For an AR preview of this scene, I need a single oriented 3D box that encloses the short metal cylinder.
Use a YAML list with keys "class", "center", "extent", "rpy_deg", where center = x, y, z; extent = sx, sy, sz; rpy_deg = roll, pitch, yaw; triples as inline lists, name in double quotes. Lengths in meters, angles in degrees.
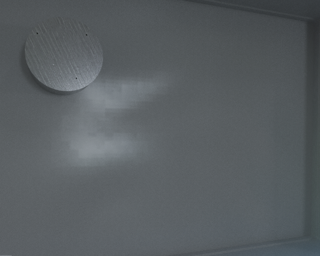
- class: "short metal cylinder"
  center: [-0.110, -0.080, 0.357]
  extent: [0.081, 0.050, 0.079]
  rpy_deg: [0, 90, -21]
